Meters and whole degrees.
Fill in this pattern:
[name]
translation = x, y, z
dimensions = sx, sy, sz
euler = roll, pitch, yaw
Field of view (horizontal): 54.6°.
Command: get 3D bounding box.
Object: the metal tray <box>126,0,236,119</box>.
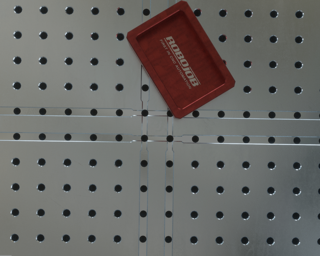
[metal tray]
translation = 0.027, -0.088, 0.410
dimensions = 0.090, 0.030, 0.130
euler = -31, 90, 0
